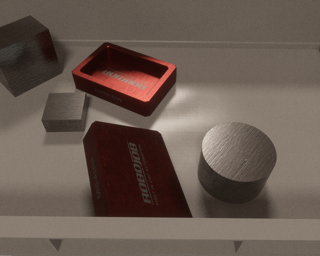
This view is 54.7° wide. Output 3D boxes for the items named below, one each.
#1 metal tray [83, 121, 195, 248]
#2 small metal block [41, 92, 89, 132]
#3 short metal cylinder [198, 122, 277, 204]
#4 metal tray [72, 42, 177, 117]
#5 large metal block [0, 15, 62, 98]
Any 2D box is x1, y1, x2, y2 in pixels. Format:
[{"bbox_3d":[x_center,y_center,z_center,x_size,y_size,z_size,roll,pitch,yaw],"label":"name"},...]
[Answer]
[{"bbox_3d":[-0.026,0.055,0.328,0.091,0.030,0.130,10,43,-33],"label":"metal tray"},{"bbox_3d":[-0.127,-0.022,0.422,0.050,0.025,0.050,-1,50,-2],"label":"small metal block"},{"bbox_3d":[0.086,0.040,0.357,0.081,0.050,0.080,0,50,0],"label":"short metal cylinder"},{"bbox_3d":[-0.052,-0.077,0.465,0.130,0.030,0.090,23,53,17],"label":"metal tray"},{"bbox_3d":[-0.202,-0.105,0.455,0.080,0.080,0.050,-37,59,-27],"label":"large metal block"}]
